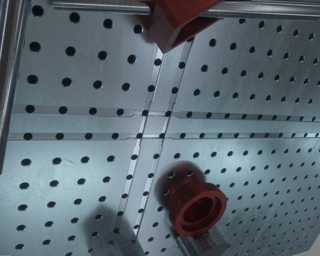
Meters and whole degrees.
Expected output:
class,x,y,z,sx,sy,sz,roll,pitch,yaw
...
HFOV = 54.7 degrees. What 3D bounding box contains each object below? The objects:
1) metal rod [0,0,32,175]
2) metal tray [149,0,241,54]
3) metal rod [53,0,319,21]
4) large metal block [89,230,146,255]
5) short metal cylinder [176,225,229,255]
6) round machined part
class,x,y,z,sx,sy,sz,roll,pitch,yaw
metal rod,-0.137,-0.083,0.284,0.025,0.025,0.298,7,115,-32
metal tray,0.054,-0.132,0.318,0.130,0.090,0.030,-33,92,-7
metal rod,0.045,-0.131,0.330,0.303,0.025,0.025,-4,121,-18
large metal block,-0.055,0.220,0.483,0.050,0.080,0.080,-42,130,0
short metal cylinder,0.076,0.209,0.558,0.081,0.050,0.080,-21,141,-18
round machined part,0.058,0.129,0.514,0.099,0.042,0.097,-14,124,-21
